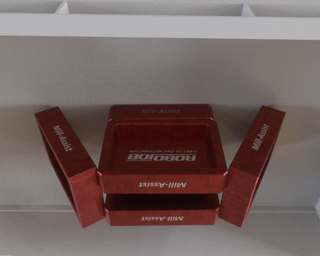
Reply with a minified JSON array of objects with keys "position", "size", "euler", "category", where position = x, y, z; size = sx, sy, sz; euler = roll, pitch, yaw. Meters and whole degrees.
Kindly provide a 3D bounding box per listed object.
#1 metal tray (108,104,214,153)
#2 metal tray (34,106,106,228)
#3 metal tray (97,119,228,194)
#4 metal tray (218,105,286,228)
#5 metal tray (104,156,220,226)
[{"position":[0.002,0.013,0.415],"size":[0.131,0.030,0.089],"euler":[-1,130,-1],"category":"metal tray"},{"position":[-0.110,0.044,0.377],"size":[0.030,0.130,0.089],"euler":[-22,136,-24],"category":"metal tray"},{"position":[0.003,0.029,0.349],"size":[0.131,0.090,0.030],"euler":[0,130,-1],"category":"metal tray"},{"position":[0.113,0.043,0.378],"size":[0.030,0.131,0.089],"euler":[20,134,22],"category":"metal tray"},{"position":[0.002,0.075,0.388],"size":[0.131,0.090,0.030],"euler":[0,130,-1],"category":"metal tray"}]
